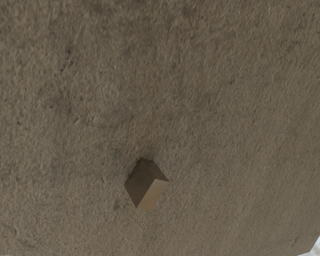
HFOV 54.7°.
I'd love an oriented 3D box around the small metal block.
[{"bbox_3d":[-0.020,0.077,0.429,0.025,0.050,0.050,21,107,-36],"label":"small metal block"}]
